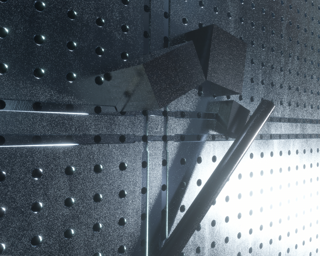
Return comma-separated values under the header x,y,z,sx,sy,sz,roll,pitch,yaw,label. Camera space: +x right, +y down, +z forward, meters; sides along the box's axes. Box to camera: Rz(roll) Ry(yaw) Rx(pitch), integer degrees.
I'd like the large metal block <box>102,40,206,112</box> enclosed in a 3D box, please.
x,y,z,sx,sy,sz,roll,pitch,yaw,label
-0.007,-0.060,0.369,0.081,0.080,0.050,-34,112,-35,large metal block

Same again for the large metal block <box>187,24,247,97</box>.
x,y,z,sx,sy,sz,roll,pitch,yaw,label
0.082,-0.097,0.464,0.081,0.050,0.080,13,82,-40,large metal block

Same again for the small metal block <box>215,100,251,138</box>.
x,y,z,sx,sy,sz,roll,pitch,yaw,label
0.121,-0.013,0.514,0.050,0.025,0.050,25,75,-38,small metal block

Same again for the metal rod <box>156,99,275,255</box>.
x,y,z,sx,sy,sz,roll,pitch,yaw,label
0.093,0.070,0.468,0.301,0.025,0.025,-51,121,-20,metal rod
